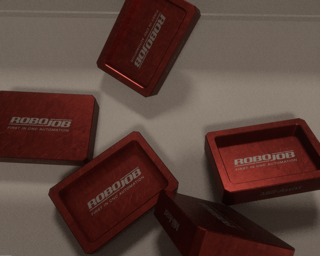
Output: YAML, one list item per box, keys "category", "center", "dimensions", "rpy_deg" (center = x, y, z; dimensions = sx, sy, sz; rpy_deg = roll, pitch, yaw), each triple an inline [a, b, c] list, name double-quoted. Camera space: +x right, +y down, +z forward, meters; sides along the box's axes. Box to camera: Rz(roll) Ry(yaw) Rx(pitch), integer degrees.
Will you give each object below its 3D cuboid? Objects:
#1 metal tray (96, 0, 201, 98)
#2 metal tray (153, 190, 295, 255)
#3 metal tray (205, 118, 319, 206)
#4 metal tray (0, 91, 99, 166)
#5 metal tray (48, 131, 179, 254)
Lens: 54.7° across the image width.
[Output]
- category: "metal tray"
  center: [-0.017, -0.118, 0.412]
  dimensions: [0.090, 0.030, 0.129]
  rpy_deg: [33, 108, 10]
- category: "metal tray"
  center: [0.053, 0.100, 0.305]
  dimensions: [0.091, 0.130, 0.030]
  rpy_deg: [17, 88, -14]
- category: "metal tray"
  center: [0.128, 0.038, 0.377]
  dimensions: [0.131, 0.030, 0.090]
  rpy_deg: [-9, 47, -4]
- category: "metal tray"
  center: [-0.152, 0.000, 0.405]
  dimensions: [0.131, 0.030, 0.090]
  rpy_deg: [3, 70, 0]
- category: "metal tray"
  center: [-0.054, 0.076, 0.378]
  dimensions: [0.131, 0.030, 0.090]
  rpy_deg: [-35, 74, -12]
